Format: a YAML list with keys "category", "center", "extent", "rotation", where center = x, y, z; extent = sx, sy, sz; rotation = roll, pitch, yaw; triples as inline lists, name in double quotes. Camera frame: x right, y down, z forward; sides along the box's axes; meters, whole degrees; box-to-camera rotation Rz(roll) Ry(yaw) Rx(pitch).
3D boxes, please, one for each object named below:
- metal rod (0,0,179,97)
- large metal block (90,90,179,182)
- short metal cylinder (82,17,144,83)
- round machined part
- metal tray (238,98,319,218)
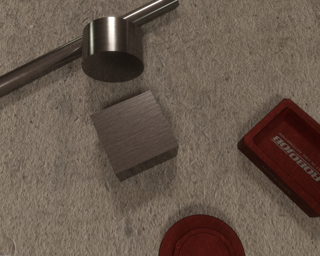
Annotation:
- category: "metal rod"
  center: [-0.105, -0.125, 0.452]
  extent: [0.301, 0.025, 0.025]
  rotation: [-31, 73, -11]
- category: "large metal block"
  center: [-0.031, 0.011, 0.390]
  extent: [0.080, 0.050, 0.080]
  rotation: [-24, 72, -9]
- category: "short metal cylinder"
  center: [-0.063, -0.102, 0.415]
  extent: [0.081, 0.080, 0.050]
  rotation: [-3, 70, -2]
- category: "round machined part"
  center: [0.047, 0.147, 0.346]
  extent: [0.099, 0.042, 0.098]
  rotation: [0, 70, -1]
- category: "metal tray"
  center: [0.177, 0.036, 0.394]
  extent: [0.090, 0.030, 0.130]
  rotation: [-41, 75, -14]
